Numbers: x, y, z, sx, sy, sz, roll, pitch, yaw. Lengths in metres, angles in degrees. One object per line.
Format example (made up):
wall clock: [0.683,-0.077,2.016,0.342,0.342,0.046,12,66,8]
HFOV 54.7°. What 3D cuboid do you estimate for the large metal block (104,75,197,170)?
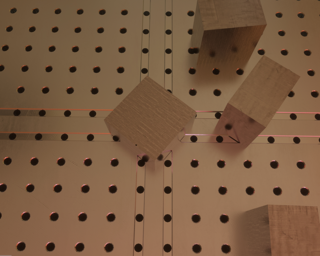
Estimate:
large metal block: [-0.012,-0.006,0.401,0.080,0.050,0.080,38,74,12]

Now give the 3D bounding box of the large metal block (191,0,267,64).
large metal block: [0.092,-0.136,0.433,0.081,0.080,0.050,-6,70,-3]

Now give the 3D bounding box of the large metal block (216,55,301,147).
large metal block: [0.121,-0.031,0.395,0.050,0.080,0.080,35,74,11]

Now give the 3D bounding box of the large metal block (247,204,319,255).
large metal block: [0.132,0.129,0.337,0.050,0.080,0.080,2,70,0]
